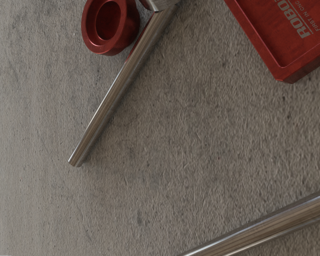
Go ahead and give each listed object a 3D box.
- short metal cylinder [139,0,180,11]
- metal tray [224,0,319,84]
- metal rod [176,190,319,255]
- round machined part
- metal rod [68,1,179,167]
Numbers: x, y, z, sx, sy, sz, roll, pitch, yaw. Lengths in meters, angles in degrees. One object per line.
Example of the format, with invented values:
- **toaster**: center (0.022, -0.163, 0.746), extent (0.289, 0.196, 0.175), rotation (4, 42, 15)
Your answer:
- **short metal cylinder**: center (-0.002, -0.190, 0.372), extent (0.080, 0.050, 0.080), rotation (-15, 59, 26)
- **metal tray**: center (0.124, -0.120, 0.299), extent (0.090, 0.030, 0.130), rotation (-38, 67, 33)
- **metal rod**: center (0.071, 0.133, 0.346), extent (0.299, 0.025, 0.025), rotation (-39, 66, 33)
- **round machined part**: center (-0.068, -0.153, 0.450), extent (0.098, 0.042, 0.097), rotation (0, 90, 40)
- **metal rod**: center (-0.064, -0.052, 0.457), extent (0.025, 0.025, 0.298), rotation (51, 119, 28)
